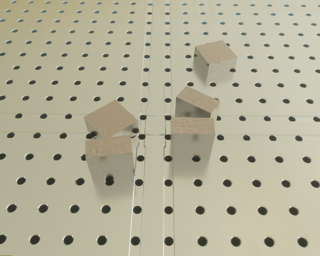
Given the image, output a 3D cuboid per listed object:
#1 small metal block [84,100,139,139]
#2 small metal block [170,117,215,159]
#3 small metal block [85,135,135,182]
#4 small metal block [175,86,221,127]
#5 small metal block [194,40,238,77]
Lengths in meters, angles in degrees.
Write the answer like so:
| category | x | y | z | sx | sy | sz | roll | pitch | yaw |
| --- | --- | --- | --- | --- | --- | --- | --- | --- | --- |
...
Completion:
| category | x | y | z | sx | sy | sz | roll | pitch | yaw |
| --- | --- | --- | --- | --- | --- | --- | --- | --- | --- |
| small metal block | -0.064 | -0.004 | 0.410 | 0.050 | 0.025 | 0.050 | -33 | 58 | -25 |
| small metal block | 0.038 | 0.013 | 0.381 | 0.050 | 0.050 | 0.025 | 1 | 50 | 0 |
| small metal block | -0.057 | 0.036 | 0.360 | 0.050 | 0.050 | 0.025 | -7 | 51 | -7 |
| small metal block | 0.048 | -0.021 | 0.409 | 0.050 | 0.050 | 0.025 | 28 | 55 | 21 |
| small metal block | 0.090 | -0.114 | 0.505 | 0.050 | 0.025 | 0.050 | -17 | 52 | -14 |
